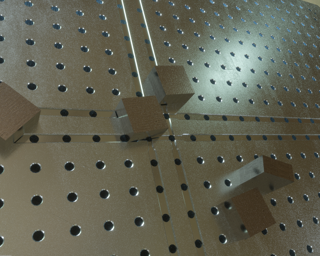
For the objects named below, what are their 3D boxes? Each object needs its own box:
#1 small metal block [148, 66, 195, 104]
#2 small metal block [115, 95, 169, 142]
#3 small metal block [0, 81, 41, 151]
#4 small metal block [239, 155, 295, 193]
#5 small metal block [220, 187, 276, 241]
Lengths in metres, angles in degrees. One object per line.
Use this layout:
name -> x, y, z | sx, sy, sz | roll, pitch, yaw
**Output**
small metal block -> 0.016, -0.064, 0.455 | 0.050, 0.025, 0.050 | -7, 65, -31
small metal block -> -0.024, -0.013, 0.403 | 0.050, 0.025, 0.050 | -9, 66, -32
small metal block -> -0.165, -0.013, 0.327 | 0.050, 0.025, 0.050 | 38, 51, -3
small metal block -> 0.147, 0.065, 0.431 | 0.050, 0.050, 0.025 | 19, 55, -17
small metal block -> 0.114, 0.111, 0.401 | 0.050, 0.025, 0.050 | -12, 68, -33
